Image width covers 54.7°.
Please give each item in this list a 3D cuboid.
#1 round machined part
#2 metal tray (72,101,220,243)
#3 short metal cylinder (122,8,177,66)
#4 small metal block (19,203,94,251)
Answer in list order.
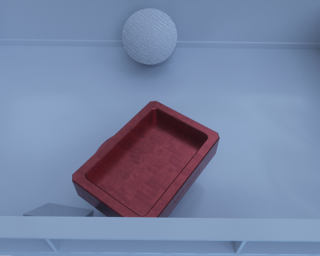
[{"bbox_3d":[-0.025,0.052,0.350,0.099,0.042,0.098,0,50,0],"label":"round machined part"},{"bbox_3d":[-0.010,0.036,0.316,0.090,0.030,0.131,29,56,22],"label":"metal tray"},{"bbox_3d":[-0.014,-0.136,0.476,0.081,0.079,0.050,3,8,2],"label":"short metal cylinder"},{"bbox_3d":[-0.099,0.095,0.305,0.050,0.050,0.025,8,89,6],"label":"small metal block"}]
